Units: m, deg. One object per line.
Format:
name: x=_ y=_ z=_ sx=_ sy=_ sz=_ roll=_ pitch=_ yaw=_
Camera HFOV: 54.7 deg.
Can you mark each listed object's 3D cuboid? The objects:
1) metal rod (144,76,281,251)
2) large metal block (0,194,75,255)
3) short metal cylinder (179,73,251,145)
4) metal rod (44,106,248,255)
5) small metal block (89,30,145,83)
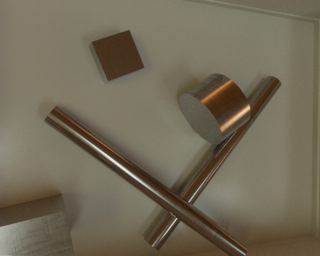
metal rod: x=0.082 y=0.041 z=0.442 sx=0.025 sy=0.025 sz=0.300 roll=43 pitch=76 yaw=-15
large metal block: x=-0.140 y=0.112 z=0.330 sx=0.081 sy=0.080 sz=0.050 roll=-10 pitch=94 yaw=-20
short metal cylinder: x=0.071 y=-0.025 z=0.409 sx=0.050 sy=0.080 sz=0.080 roll=-37 pitch=102 yaw=-16
metal rod: x=-0.010 y=0.074 z=0.387 sx=0.301 sy=0.025 sz=0.025 roll=38 pitch=78 yaw=-9
small metal block: x=-0.055 y=-0.089 z=0.391 sx=0.050 sy=0.025 sz=0.050 roll=-25 pitch=99 yaw=-19
